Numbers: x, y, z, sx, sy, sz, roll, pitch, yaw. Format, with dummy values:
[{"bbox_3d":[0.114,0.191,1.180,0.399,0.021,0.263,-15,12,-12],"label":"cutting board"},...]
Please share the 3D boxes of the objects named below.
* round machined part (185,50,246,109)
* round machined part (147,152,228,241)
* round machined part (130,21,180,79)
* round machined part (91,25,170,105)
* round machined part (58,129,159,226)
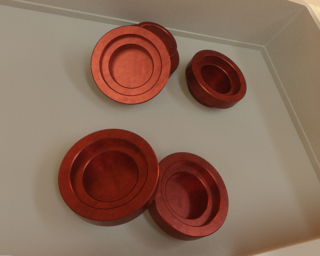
[{"bbox_3d":[0.082,-0.071,0.485,0.099,0.042,0.098,14,56,-21],"label":"round machined part"},{"bbox_3d":[0.027,0.081,0.361,0.099,0.042,0.098,14,56,-21],"label":"round machined part"},{"bbox_3d":[-0.014,-0.119,0.461,0.099,0.042,0.098,14,56,-21],"label":"round machined part"},{"bbox_3d":[-0.037,-0.079,0.404,0.099,0.042,0.097,0,93,-3],"label":"round machined part"},{"bbox_3d":[-0.050,0.053,0.321,0.099,0.042,0.098,-1,58,1],"label":"round machined part"}]
